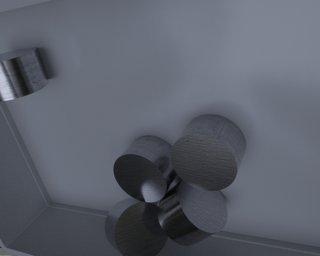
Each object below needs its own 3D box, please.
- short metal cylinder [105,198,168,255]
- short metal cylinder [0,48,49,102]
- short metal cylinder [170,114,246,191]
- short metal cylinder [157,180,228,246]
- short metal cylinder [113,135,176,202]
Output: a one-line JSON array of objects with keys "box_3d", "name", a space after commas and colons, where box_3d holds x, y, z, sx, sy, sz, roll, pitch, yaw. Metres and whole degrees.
[{"box_3d": [-0.034, 0.145, 0.449, 0.080, 0.080, 0.050, 54, 156, -11], "name": "short metal cylinder"}, {"box_3d": [-0.204, -0.076, 0.431, 0.080, 0.080, 0.050, 2, 119, 27], "name": "short metal cylinder"}, {"box_3d": [0.060, 0.030, 0.379, 0.080, 0.050, 0.079, 13, 124, 20], "name": "short metal cylinder"}, {"box_3d": [0.043, 0.111, 0.418, 0.080, 0.080, 0.050, 42, 129, -2], "name": "short metal cylinder"}, {"box_3d": [-0.018, 0.057, 0.435, 0.080, 0.050, 0.079, 13, 124, 20], "name": "short metal cylinder"}]
